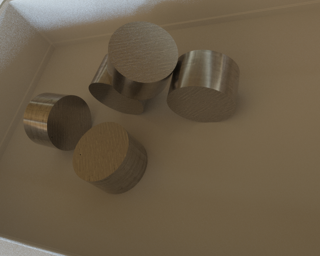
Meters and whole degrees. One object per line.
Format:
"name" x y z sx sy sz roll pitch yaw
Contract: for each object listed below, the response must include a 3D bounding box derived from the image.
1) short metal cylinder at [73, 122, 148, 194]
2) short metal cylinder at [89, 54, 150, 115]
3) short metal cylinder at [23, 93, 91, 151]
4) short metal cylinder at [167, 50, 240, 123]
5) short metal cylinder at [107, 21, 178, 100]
"short metal cylinder" -0.063 0.039 0.397 0.080 0.050 0.080 -13 56 20
"short metal cylinder" -0.052 -0.060 0.433 0.080 0.080 0.050 8 66 31
"short metal cylinder" -0.148 -0.010 0.452 0.050 0.080 0.080 9 66 32
"short metal cylinder" 0.052 -0.048 0.371 0.080 0.080 0.050 -1 61 27
"short metal cylinder" -0.023 -0.080 0.376 0.081 0.050 0.080 3 72 -10
